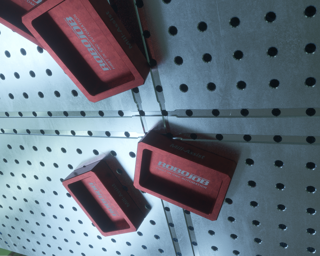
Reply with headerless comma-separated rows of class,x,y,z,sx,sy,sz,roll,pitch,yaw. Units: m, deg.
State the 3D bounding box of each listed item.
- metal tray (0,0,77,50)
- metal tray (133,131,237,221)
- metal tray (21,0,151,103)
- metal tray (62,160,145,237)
metal tray,-0.166,-0.160,0.362,0.131,0.030,0.090,31,132,-22
metal tray,0.030,0.067,0.431,0.130,0.030,0.089,20,126,16
metal tray,-0.082,-0.097,0.363,0.090,0.030,0.130,-16,127,30
metal tray,-0.098,0.125,0.534,0.090,0.030,0.130,-23,106,36
